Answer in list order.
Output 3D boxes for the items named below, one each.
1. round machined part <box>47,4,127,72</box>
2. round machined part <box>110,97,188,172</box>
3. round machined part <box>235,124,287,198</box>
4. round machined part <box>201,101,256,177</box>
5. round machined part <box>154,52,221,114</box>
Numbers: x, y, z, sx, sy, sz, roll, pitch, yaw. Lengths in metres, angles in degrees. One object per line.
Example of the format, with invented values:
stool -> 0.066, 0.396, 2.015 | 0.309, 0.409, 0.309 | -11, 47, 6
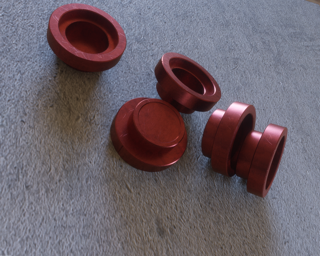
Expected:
round machined part -> -0.098, -0.113, 0.409 | 0.099, 0.042, 0.098 | 14, 56, -21
round machined part -> -0.008, 0.002, 0.387 | 0.099, 0.042, 0.098 | 13, 56, -21
round machined part -> 0.134, 0.040, 0.417 | 0.042, 0.097, 0.098 | 19, 45, 28
round machined part -> 0.089, 0.012, 0.410 | 0.042, 0.097, 0.098 | 18, 44, 29
round machined part -> 0.034, -0.058, 0.435 | 0.099, 0.042, 0.098 | 24, 37, -20
